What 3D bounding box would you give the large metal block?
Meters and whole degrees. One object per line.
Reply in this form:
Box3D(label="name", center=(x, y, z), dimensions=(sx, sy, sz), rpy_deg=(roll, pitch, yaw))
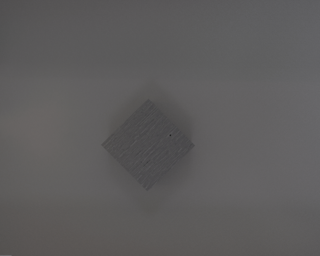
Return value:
Box3D(label="large metal block", center=(-0.014, 0.021, 0.399), dimensions=(0.080, 0.050, 0.080), rpy_deg=(-44, 90, 0))
